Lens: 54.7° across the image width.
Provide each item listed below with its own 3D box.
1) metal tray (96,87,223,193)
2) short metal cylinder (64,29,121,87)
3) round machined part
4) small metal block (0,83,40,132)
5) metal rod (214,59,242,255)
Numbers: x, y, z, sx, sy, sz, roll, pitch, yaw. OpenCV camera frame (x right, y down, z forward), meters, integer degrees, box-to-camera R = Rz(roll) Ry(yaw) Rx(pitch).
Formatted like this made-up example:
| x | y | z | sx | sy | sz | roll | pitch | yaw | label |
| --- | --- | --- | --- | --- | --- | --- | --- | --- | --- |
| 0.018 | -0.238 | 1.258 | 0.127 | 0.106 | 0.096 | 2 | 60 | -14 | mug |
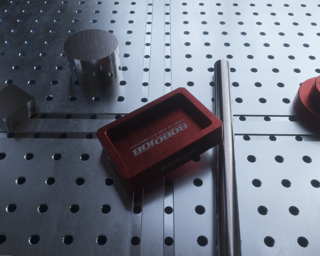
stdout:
| x | y | z | sx | sy | sz | roll | pitch | yaw | label |
| --- | --- | --- | --- | --- | --- | --- | --- | --- | --- |
| -0.001 | 0.009 | 0.379 | 0.131 | 0.030 | 0.090 | -29 | 49 | -14 | metal tray |
| -0.103 | -0.110 | 0.482 | 0.081 | 0.050 | 0.080 | 0 | 50 | 0 | short metal cylinder |
| 0.246 | -0.041 | 0.434 | 0.099 | 0.042 | 0.098 | 0 | 50 | 0 | round machined part |
| -0.207 | -0.030 | 0.430 | 0.050 | 0.025 | 0.050 | 30 | 56 | 22 | small metal block |
| 0.083 | 0.015 | 0.395 | 0.025 | 0.025 | 0.300 | 5 | 50 | 4 | metal rod |
